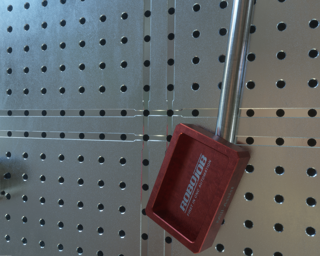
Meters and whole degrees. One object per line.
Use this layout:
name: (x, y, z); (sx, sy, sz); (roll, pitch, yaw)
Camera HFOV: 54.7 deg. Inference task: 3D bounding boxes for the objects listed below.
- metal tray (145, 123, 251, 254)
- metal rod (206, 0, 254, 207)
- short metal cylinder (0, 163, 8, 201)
metal tray: (0.041, 0.069, 0.375); (0.090, 0.030, 0.129); (29, 105, 36)
metal rod: (0.088, -0.050, 0.381); (0.025, 0.025, 0.298); (8, 93, 20)
short metal cylinder: (-0.300, 0.091, 0.505); (0.080, 0.050, 0.080); (0, 90, 20)
